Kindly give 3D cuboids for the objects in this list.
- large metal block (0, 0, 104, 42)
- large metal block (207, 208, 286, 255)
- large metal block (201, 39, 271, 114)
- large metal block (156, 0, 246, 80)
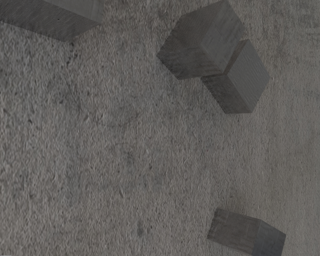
[{"bbox_3d":[-0.105,-0.122,0.280,0.081,0.080,0.050,11,83,-40],"label":"large metal block"},{"bbox_3d":[0.135,0.169,0.482,0.080,0.080,0.050,35,69,-35],"label":"large metal block"},{"bbox_3d":[0.122,-0.079,0.490,0.080,0.050,0.080,48,61,-29],"label":"large metal block"},{"bbox_3d":[0.054,-0.115,0.414,0.050,0.080,0.080,43,64,-32],"label":"large metal block"}]
